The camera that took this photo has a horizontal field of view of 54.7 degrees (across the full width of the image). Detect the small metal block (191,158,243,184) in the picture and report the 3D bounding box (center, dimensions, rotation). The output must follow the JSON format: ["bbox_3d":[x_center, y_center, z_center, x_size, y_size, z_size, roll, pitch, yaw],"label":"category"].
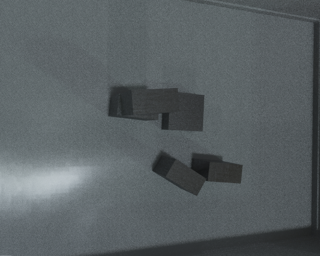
[{"bbox_3d":[0.077,0.059,0.427,0.050,0.050,0.025,7,88,-20],"label":"small metal block"}]

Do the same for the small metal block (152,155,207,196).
[{"bbox_3d":[0.024,0.062,0.408,0.050,0.050,0.025,34,79,-17],"label":"small metal block"}]

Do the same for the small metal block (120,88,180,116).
[{"bbox_3d":[-0.013,-0.028,0.340,0.050,0.050,0.025,-5,92,-20],"label":"small metal block"}]

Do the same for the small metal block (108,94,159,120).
[{"bbox_3d":[-0.033,-0.025,0.386,0.050,0.050,0.025,6,88,-20],"label":"small metal block"}]

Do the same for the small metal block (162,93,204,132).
[{"bbox_3d":[0.031,-0.021,0.423,0.050,0.025,0.050,3,89,-20],"label":"small metal block"}]
